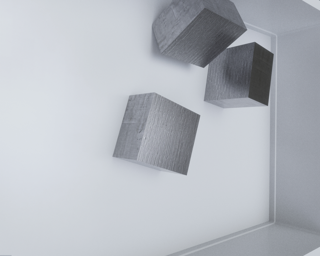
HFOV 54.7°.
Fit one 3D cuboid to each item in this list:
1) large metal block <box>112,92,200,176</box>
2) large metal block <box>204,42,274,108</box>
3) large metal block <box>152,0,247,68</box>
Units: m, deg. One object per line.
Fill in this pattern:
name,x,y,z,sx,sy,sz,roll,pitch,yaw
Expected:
large metal block,-0.003,0.009,0.388,0.080,0.050,0.080,23,76,-38
large metal block,0.118,-0.076,0.470,0.050,0.080,0.080,14,81,-39
large metal block,0.050,-0.131,0.403,0.081,0.080,0.050,8,56,-40
